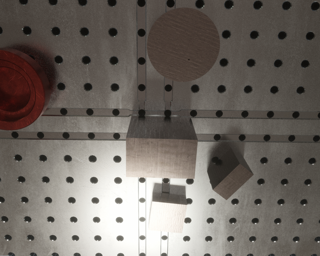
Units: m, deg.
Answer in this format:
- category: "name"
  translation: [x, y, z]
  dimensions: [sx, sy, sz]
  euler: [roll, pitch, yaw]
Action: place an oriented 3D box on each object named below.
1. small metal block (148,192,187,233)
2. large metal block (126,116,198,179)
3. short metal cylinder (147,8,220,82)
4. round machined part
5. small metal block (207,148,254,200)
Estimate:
- category: "small metal block"
  translation: [0.011, 0.126, 0.460]
  dimensions: [0.050, 0.025, 0.050]
  euler: [7, 110, -3]
- category: "large metal block"
  translation: [0.001, 0.022, 0.392]
  dimensions: [0.081, 0.080, 0.050]
  euler: [2, 110, -1]
- category: "short metal cylinder"
  translation: [0.026, -0.099, 0.364]
  dimensions: [0.081, 0.050, 0.079]
  euler: [0, 110, -1]
- category: "round machined part"
  translation: [-0.185, -0.049, 0.384]
  dimensions: [0.099, 0.042, 0.097]
  euler: [0, 110, -1]
- category: "small metal block"
  translation: [0.095, 0.062, 0.424]
  dimensions: [0.025, 0.050, 0.050]
  euler: [38, 105, -13]
